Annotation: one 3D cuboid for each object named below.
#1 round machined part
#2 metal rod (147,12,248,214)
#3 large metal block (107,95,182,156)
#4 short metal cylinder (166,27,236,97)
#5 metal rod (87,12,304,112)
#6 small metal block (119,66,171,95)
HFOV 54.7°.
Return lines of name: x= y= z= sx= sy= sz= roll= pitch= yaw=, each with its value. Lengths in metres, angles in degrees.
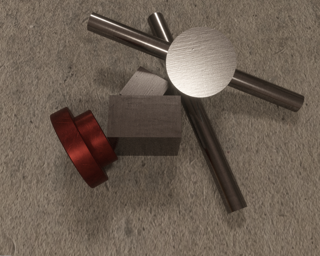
round machined part: x=-0.084 y=0.017 z=0.362 sx=0.042 sy=0.098 sz=0.098 roll=-30 pitch=73 yaw=-10
metal rod: x=0.043 y=-0.033 z=0.420 sx=0.025 sy=0.025 sz=0.299 roll=-18 pitch=71 yaw=-7
large metal block: x=-0.017 y=0.000 z=0.379 sx=0.081 sy=0.080 sz=0.050 roll=0 pitch=70 yaw=0
short metal cylinder: x=0.048 y=-0.079 z=0.379 sx=0.081 sy=0.050 sz=0.079 roll=0 pitch=100 yaw=1
metal rod: x=0.049 y=-0.087 z=0.417 sx=0.302 sy=0.025 sz=0.025 roll=21 pitch=71 yaw=-2
small metal block: x=-0.019 y=-0.049 z=0.426 sx=0.050 sy=0.025 sz=0.050 roll=31 pitch=73 yaw=10
